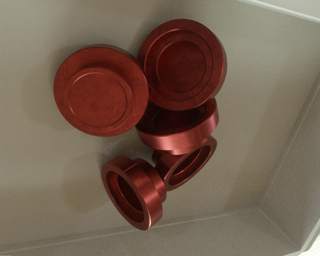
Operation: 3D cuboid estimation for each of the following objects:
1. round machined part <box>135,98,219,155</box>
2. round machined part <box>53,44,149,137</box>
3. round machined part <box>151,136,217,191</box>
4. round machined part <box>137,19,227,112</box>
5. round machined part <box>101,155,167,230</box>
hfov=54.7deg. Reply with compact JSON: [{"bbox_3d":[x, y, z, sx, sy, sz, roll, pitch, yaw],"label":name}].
[{"bbox_3d":[0.021,-0.005,0.371,0.099,0.098,0.042,-26,126,-13],"label":"round machined part"},{"bbox_3d":[-0.061,-0.034,0.320,0.099,0.042,0.097,0,113,-1],"label":"round machined part"},{"bbox_3d":[0.028,0.037,0.423,0.099,0.042,0.098,-34,152,-20],"label":"round machined part"},{"bbox_3d":[0.027,-0.068,0.348,0.097,0.098,0.042,-61,163,15],"label":"round machined part"},{"bbox_3d":[-0.030,0.078,0.399,0.042,0.098,0.097,-30,131,-33],"label":"round machined part"}]
